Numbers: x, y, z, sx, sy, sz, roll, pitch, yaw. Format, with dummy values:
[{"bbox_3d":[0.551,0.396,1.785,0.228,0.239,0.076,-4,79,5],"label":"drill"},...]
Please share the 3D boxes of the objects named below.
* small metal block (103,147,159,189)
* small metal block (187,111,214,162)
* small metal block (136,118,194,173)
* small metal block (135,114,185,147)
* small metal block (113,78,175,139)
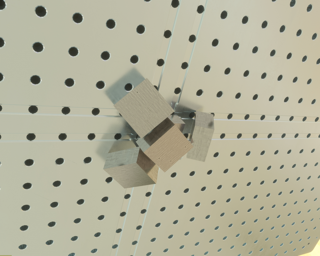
[{"bbox_3d":[-0.037,0.053,0.407,0.050,0.025,0.050,-14,135,26],"label":"small metal block"},{"bbox_3d":[0.056,0.011,0.428,0.025,0.050,0.050,13,116,2],"label":"small metal block"},{"bbox_3d":[0.007,0.021,0.394,0.050,0.025,0.050,-42,130,0],"label":"small metal block"},{"bbox_3d":[0.000,0.009,0.416,0.050,0.025,0.050,1,120,-29],"label":"small metal block"},{"bbox_3d":[-0.019,-0.023,0.370,0.050,0.025,0.050,-40,94,-1],"label":"small metal block"}]
